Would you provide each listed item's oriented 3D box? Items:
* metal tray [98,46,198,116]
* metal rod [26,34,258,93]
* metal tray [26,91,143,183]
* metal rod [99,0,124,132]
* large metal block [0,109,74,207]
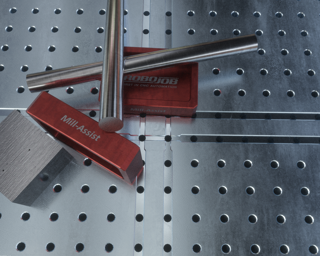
[{"bbox_3d":[-0.014,-0.066,0.432,0.131,0.030,0.090,3,70,0],"label":"metal tray"},{"bbox_3d":[-0.019,-0.086,0.410,0.302,0.025,0.025,-11,71,-5],"label":"metal rod"},{"bbox_3d":[-0.084,0.015,0.370,0.130,0.090,0.030,29,73,10],"label":"metal tray"},{"bbox_3d":[-0.060,-0.121,0.407,0.025,0.025,0.300,-4,52,-2],"label":"metal rod"},{"bbox_3d":[-0.170,0.037,0.383,0.080,0.050,0.080,36,74,12],"label":"large metal block"}]
